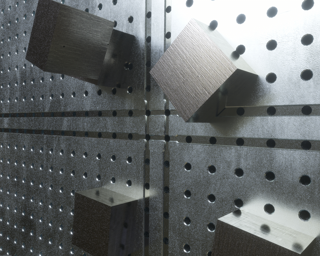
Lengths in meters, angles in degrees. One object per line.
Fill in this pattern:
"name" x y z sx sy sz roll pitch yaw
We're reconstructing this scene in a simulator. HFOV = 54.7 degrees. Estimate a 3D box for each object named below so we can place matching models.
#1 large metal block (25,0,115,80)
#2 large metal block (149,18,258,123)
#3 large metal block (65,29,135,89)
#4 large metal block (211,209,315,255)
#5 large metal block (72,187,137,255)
"large metal block" -0.116 -0.114 0.401 0.050 0.081 0.079 32 110 35
"large metal block" 0.047 -0.062 0.353 0.080 0.050 0.080 -48 62 29
"large metal block" -0.092 -0.109 0.466 0.080 0.050 0.079 21 103 37
"large metal block" 0.099 0.138 0.311 0.080 0.050 0.079 14 99 39
"large metal block" -0.083 0.139 0.459 0.080 0.050 0.079 8 95 39
